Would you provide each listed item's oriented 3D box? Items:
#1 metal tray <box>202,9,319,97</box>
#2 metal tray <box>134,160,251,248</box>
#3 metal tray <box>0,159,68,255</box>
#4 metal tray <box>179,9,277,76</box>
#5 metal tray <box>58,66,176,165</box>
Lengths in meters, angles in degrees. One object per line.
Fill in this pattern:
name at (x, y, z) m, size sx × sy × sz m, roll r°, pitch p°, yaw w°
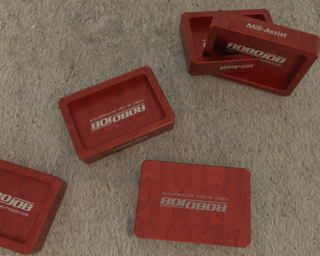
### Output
metal tray at (0.124, -0.095, 0.406) m, size 0.131 × 0.090 × 0.030 m, roll 17°, pitch 62°, yaw 6°
metal tray at (0.040, 0.090, 0.373) m, size 0.131 × 0.030 × 0.090 m, roll 5°, pitch 70°, yaw 1°
metal tray at (-0.191, 0.087, 0.372) m, size 0.131 × 0.030 × 0.090 m, roll 16°, pitch 71°, yaw 5°
metal tray at (0.099, -0.123, 0.440) m, size 0.131 × 0.030 × 0.090 m, roll -5°, pitch 65°, yaw -7°
metal tray at (-0.056, -0.019, 0.411) m, size 0.131 × 0.030 × 0.090 m, roll -23°, pitch 72°, yaw -8°
